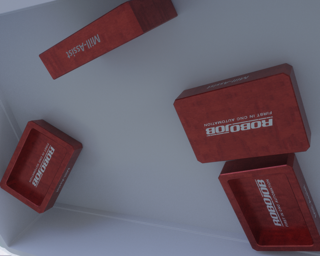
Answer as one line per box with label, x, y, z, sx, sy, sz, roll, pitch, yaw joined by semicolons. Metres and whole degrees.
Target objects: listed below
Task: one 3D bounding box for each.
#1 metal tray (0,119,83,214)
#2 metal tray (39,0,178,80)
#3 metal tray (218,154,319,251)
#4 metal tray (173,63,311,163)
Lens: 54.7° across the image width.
metal tray;-0.196;0.062;0.510;0.090;0.030;0.129;30;101;8
metal tray;-0.056;-0.100;0.334;0.130;0.090;0.030;-16;110;34
metal tray;0.141;0.097;0.390;0.090;0.030;0.130;-16;111;34
metal tray;0.091;-0.011;0.351;0.130;0.030;0.090;-12;113;33
